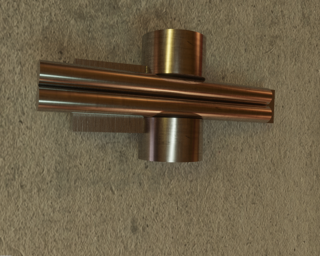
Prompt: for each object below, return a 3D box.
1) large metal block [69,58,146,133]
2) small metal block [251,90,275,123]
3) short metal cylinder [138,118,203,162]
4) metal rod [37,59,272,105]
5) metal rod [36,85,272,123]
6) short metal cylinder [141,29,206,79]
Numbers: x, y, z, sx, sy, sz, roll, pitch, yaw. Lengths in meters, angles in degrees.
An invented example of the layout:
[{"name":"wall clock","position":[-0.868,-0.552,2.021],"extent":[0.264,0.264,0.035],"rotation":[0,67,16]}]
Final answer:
[{"name":"large metal block","position":[-0.065,-0.035,0.373],"extent":[0.081,0.050,0.080],"rotation":[2,90,-20]},{"name":"small metal block","position":[0.142,-0.033,0.463],"extent":[0.050,0.025,0.050],"rotation":[3,89,-20]},{"name":"short metal cylinder","position":[0.013,0.014,0.386],"extent":[0.081,0.080,0.050],"rotation":[2,90,-20]},{"name":"metal rod","position":[0.016,-0.049,0.369],"extent":[0.303,0.025,0.025],"rotation":[2,90,-28]},{"name":"metal rod","position":[0.016,-0.024,0.369],"extent":[0.303,0.025,0.025],"rotation":[2,90,-28]},{"name":"short metal cylinder","position":[0.017,-0.086,0.387],"extent":[0.081,0.080,0.050],"rotation":[2,90,-20]}]
